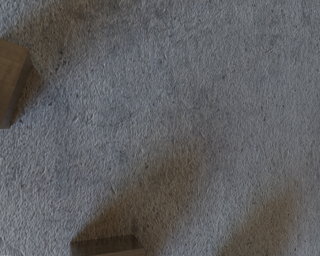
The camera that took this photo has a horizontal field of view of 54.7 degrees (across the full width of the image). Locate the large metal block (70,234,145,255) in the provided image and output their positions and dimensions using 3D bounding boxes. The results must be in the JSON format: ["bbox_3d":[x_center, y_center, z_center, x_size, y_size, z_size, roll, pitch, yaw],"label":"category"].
[{"bbox_3d":[-0.064,0.181,0.372,0.081,0.050,0.080,0,90,-20],"label":"large metal block"}]

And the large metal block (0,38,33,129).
[{"bbox_3d":[-0.171,-0.045,0.316,0.050,0.080,0.080,19,84,-19],"label":"large metal block"}]
